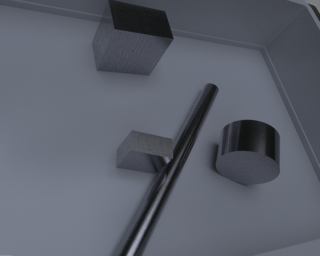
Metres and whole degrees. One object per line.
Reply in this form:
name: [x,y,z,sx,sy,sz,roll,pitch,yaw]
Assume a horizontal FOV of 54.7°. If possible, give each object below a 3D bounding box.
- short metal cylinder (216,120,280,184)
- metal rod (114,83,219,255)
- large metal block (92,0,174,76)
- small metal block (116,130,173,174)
short metal cylinder: [0.119,0.034,0.416,0.080,0.080,0.050,26,53,-13]
metal rod: [0.021,0.041,0.393,0.025,0.025,0.301,35,51,-6]
large metal block: [-0.040,-0.119,0.423,0.081,0.080,0.050,0,62,-29]
small metal block: [-0.019,0.030,0.363,0.050,0.050,0.025,13,56,-22]
